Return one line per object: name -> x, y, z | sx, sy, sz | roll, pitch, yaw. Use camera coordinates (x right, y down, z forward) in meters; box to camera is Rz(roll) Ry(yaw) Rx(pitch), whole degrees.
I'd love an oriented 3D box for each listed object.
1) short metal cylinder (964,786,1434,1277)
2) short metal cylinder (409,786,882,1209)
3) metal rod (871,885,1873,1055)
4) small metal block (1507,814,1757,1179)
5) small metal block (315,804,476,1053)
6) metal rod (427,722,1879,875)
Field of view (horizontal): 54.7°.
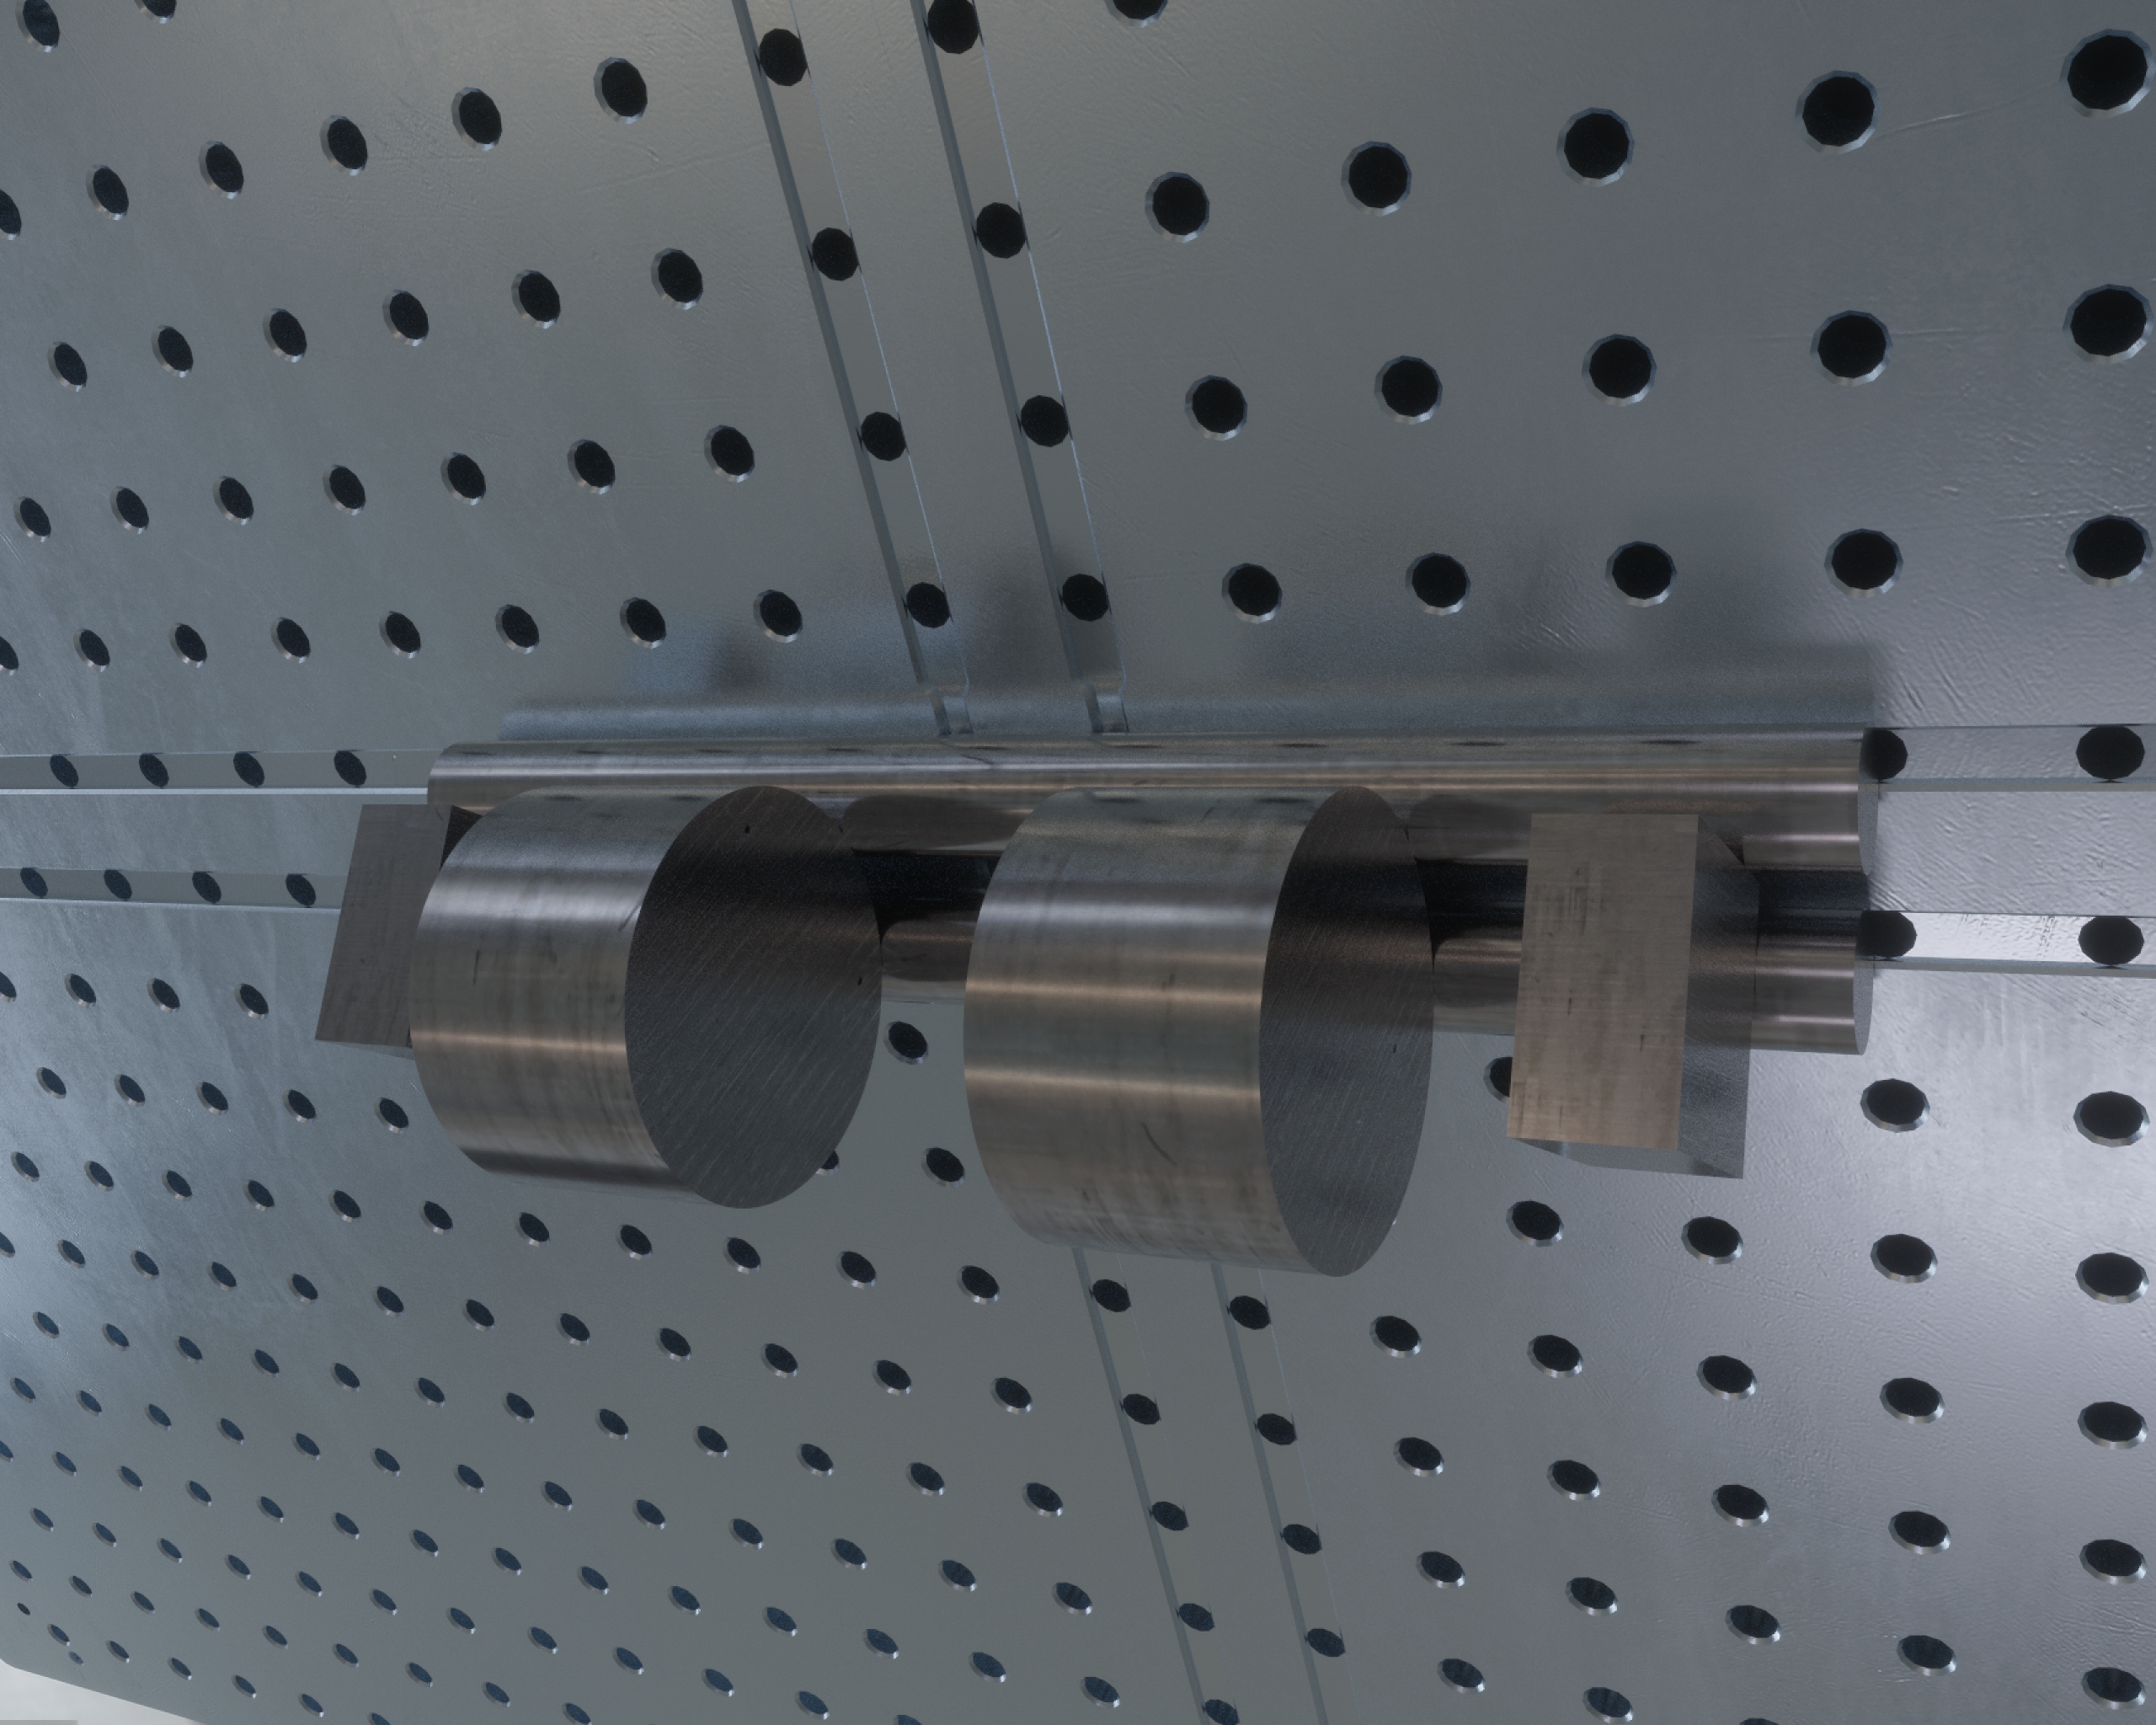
short metal cylinder -> 0.023, 0.027, 0.352 | 0.050, 0.080, 0.080 | 1, 119, 28
short metal cylinder -> -0.081, 0.025, 0.406 | 0.050, 0.080, 0.080 | 1, 119, 28
metal rod -> 0.000, 0.018, 0.423 | 0.300, 0.025, 0.025 | 1, 119, 27
small metal block -> 0.090, 0.022, 0.332 | 0.025, 0.050, 0.050 | 1, 78, 28
small metal block -> -0.130, 0.018, 0.446 | 0.025, 0.050, 0.050 | 1, 77, 28
metal rod -> -0.005, -0.013, 0.406 | 0.300, 0.025, 0.025 | 1, 119, 27
